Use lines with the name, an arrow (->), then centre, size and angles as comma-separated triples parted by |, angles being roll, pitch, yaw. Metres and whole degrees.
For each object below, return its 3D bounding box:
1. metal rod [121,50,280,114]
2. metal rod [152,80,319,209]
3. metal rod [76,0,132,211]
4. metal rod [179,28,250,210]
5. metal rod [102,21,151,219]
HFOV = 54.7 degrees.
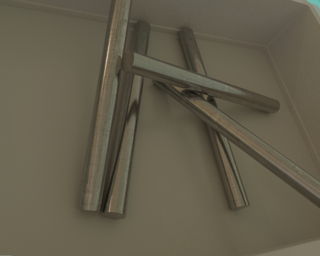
metal rod -> 0.080, -0.056, 0.439 | 0.302, 0.025, 0.025 | 9, 57, -39
metal rod -> 0.103, 0.012, 0.392 | 0.300, 0.025, 0.025 | 40, 48, 24
metal rod -> -0.057, -0.060, 0.354 | 0.025, 0.025, 0.299 | 12, 74, -22
metal rod -> 0.074, -0.029, 0.462 | 0.025, 0.025, 0.299 | 2, 61, -28
metal rod -> -0.038, -0.033, 0.405 | 0.025, 0.025, 0.300 | 17, 55, -18
